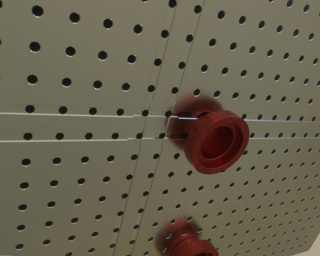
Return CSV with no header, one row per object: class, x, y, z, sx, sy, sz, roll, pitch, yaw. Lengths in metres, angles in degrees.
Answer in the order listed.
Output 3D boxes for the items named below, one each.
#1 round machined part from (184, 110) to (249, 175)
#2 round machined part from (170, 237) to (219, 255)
round machined part,0.079,0.017,0.456,0.099,0.042,0.097,-14,125,-21
round machined part,0.059,0.248,0.589,0.099,0.042,0.097,-14,125,-21
